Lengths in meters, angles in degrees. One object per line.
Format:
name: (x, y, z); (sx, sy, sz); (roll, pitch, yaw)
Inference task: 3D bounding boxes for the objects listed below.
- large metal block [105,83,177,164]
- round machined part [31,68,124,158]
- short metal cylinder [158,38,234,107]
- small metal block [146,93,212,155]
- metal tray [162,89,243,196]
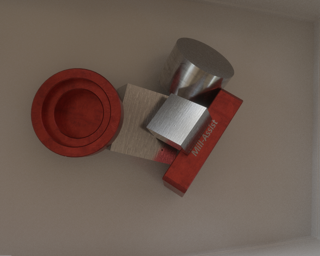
large metal block: (-0.019, -0.003, 0.390); (0.081, 0.050, 0.080); (16, 85, -20)
round machined part: (-0.090, -0.015, 0.355); (0.099, 0.042, 0.097); (0, 85, 2)
short metal cylinder: (0.045, -0.069, 0.391); (0.081, 0.080, 0.050); (17, 129, -20)
small metal block: (0.022, -0.005, 0.350); (0.050, 0.050, 0.025); (-54, 145, -12)
metal tray: (0.052, 0.023, 0.393); (0.030, 0.090, 0.130); (32, 78, 10)
